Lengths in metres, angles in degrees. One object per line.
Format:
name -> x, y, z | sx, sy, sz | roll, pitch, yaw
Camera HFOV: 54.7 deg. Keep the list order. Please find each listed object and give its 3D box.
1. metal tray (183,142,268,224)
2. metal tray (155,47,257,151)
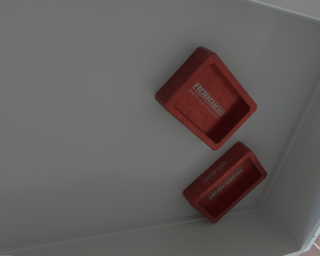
metal tray -> 0.113, 0.095, 0.528 | 0.130, 0.030, 0.090 | -43, 130, 1
metal tray -> 0.067, -0.035, 0.422 | 0.090, 0.030, 0.130 | -48, 130, 5
